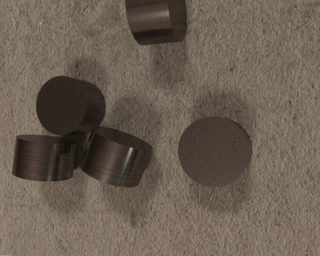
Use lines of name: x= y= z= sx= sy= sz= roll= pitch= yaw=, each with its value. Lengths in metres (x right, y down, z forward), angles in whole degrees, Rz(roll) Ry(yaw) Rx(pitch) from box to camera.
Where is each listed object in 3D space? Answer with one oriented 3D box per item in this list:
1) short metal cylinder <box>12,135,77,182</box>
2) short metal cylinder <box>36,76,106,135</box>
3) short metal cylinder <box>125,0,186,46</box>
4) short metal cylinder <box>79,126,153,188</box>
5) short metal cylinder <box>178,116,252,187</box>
short metal cylinder: x=-0.161 y=0.040 z=0.435 sx=0.080 sy=0.080 sz=0.050 roll=9 pitch=93 yaw=19
short metal cylinder: x=-0.125 y=-0.030 z=0.438 sx=0.080 sy=0.050 sz=0.079 roll=0 pitch=90 yaw=19
short metal cylinder: x=-0.002 y=-0.144 z=0.380 sx=0.050 sy=0.080 sz=0.079 roll=-1 pitch=90 yaw=20
short metal cylinder: x=-0.056 y=0.035 z=0.398 sx=0.080 sy=0.080 sz=0.050 roll=23 pitch=98 yaw=18
short metal cylinder: x=0.067 y=0.027 z=0.372 sx=0.080 sy=0.050 sz=0.079 roll=0 pitch=90 yaw=19
